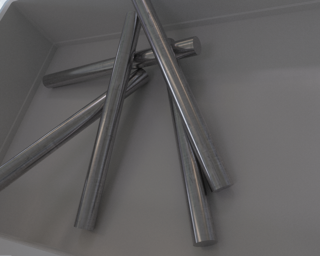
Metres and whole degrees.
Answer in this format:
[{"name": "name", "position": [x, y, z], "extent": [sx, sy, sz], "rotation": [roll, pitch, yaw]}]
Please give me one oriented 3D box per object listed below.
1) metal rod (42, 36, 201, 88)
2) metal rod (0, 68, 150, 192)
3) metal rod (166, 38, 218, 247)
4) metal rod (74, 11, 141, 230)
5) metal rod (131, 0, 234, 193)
[{"name": "metal rod", "position": [-0.078, -0.096, 0.485], "extent": [0.300, 0.025, 0.025], "rotation": [-5, 59, 32]}, {"name": "metal rod", "position": [-0.131, 0.009, 0.411], "extent": [0.301, 0.025, 0.025], "rotation": [-40, 48, -23]}, {"name": "metal rod", "position": [0.029, -0.007, 0.394], "extent": [0.025, 0.025, 0.299], "rotation": [-20, 54, 17]}, {"name": "metal rod", "position": [-0.065, -0.020, 0.415], "extent": [0.025, 0.025, 0.299], "rotation": [4, 75, 30]}, {"name": "metal rod", "position": [0.017, -0.065, 0.387], "extent": [0.025, 0.025, 0.299], "rotation": [-26, 68, 12]}]
